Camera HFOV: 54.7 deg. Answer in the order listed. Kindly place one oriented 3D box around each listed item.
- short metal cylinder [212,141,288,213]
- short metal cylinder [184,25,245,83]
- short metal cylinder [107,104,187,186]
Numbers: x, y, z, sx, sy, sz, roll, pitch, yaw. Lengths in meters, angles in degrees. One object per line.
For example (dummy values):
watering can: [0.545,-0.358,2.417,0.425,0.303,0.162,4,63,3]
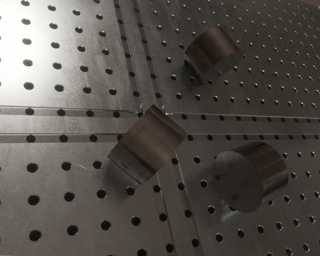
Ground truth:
short metal cylinder: [0.114,0.061,0.399,0.050,0.080,0.080,-16,70,-35]
short metal cylinder: [0.086,-0.116,0.492,0.081,0.080,0.050,-22,74,-36]
short metal cylinder: [-0.014,0.019,0.355,0.050,0.080,0.080,41,51,-1]
